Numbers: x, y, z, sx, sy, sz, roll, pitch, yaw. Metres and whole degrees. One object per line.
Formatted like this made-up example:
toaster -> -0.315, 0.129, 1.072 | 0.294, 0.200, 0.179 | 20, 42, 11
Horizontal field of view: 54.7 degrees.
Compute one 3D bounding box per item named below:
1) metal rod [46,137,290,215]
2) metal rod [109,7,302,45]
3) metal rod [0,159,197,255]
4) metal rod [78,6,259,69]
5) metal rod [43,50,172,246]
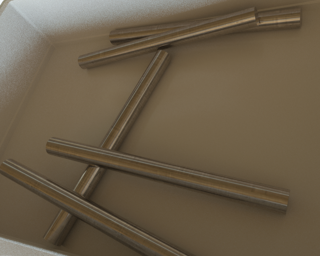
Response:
metal rod -> -0.012, 0.048, 0.360 | 0.301, 0.025, 0.025 | 10, 67, 25
metal rod -> 0.050, -0.150, 0.470 | 0.300, 0.025, 0.025 | 4, 64, 29
metal rod -> -0.082, 0.098, 0.361 | 0.301, 0.025, 0.025 | 19, 72, 26
metal rod -> -0.005, -0.130, 0.472 | 0.300, 0.025, 0.025 | -6, 59, 29
metal rod -> -0.064, 0.016, 0.427 | 0.025, 0.025, 0.300 | 18, 71, 35
